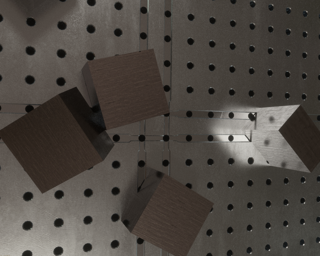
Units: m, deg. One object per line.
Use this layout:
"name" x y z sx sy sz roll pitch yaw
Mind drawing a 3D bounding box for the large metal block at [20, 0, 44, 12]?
"large metal block" -0.145 -0.194 0.346 0.080 0.050 0.080 -46 105 -14

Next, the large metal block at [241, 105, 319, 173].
"large metal block" 0.182 0.015 0.452 0.050 0.080 0.080 -45 105 -14

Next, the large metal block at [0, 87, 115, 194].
"large metal block" -0.111 0.012 0.341 0.080 0.050 0.080 -29 102 12

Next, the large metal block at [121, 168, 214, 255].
"large metal block" 0.009 0.110 0.404 0.080 0.050 0.080 34 79 -17

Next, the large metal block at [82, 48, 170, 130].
"large metal block" -0.043 -0.046 0.384 0.081 0.050 0.080 -17 96 -21
